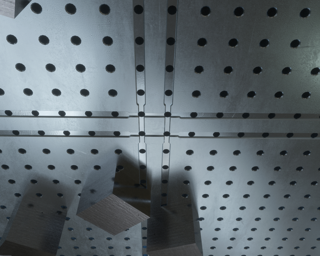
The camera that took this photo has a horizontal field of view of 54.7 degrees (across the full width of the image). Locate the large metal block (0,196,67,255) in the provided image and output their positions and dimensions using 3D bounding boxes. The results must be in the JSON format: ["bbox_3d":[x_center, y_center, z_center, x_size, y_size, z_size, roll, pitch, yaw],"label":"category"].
[{"bbox_3d":[-0.213,0.175,0.521,0.080,0.080,0.050,29,124,-23],"label":"large metal block"}]

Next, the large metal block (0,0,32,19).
[{"bbox_3d":[-0.155,-0.152,0.263,0.081,0.050,0.079,15,129,-13],"label":"large metal block"}]

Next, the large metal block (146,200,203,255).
[{"bbox_3d":[0.025,0.179,0.528,0.080,0.080,0.050,-15,129,12],"label":"large metal block"}]

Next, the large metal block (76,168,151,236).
[{"bbox_3d":[-0.072,0.120,0.497,0.080,0.050,0.080,-33,123,25],"label":"large metal block"}]
